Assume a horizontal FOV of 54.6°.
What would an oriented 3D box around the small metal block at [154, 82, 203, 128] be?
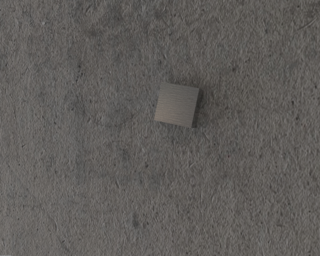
[{"bbox_3d":[0.025,-0.029,0.401,0.050,0.025,0.050,13,94,19],"label":"small metal block"}]
